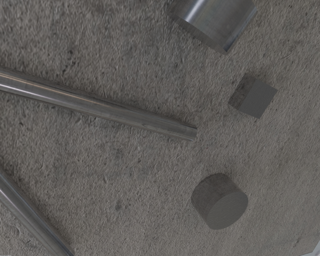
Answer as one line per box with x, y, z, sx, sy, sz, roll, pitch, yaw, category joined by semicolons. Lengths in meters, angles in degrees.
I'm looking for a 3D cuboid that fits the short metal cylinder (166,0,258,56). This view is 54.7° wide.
0.053;-0.120;0.326;0.080;0.080;0.050;26;104;-37;short metal cylinder

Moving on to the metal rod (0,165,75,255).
-0.175;0.074;0.356;0.025;0.025;0.299;-28;128;-11;metal rod

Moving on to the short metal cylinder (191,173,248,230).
0.100;0.123;0.522;0.081;0.050;0.079;-14;124;-21;short metal cylinder

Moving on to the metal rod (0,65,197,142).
-0.076;-0.026;0.348;0.302;0.025;0.025;15;110;-35;metal rod

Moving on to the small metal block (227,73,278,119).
0.135;-0.046;0.452;0.050;0.025;0.050;17;110;-35;small metal block
